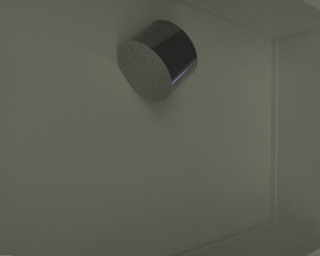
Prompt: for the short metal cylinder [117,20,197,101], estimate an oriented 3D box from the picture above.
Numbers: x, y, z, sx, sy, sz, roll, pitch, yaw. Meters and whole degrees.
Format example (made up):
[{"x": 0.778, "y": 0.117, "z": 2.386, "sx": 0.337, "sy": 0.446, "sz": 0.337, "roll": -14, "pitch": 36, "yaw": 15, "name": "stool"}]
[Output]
[{"x": -0.003, "y": -0.079, "z": 0.367, "sx": 0.050, "sy": 0.080, "sz": 0.080, "roll": -46, "pitch": 118, "yaw": -30, "name": "short metal cylinder"}]
